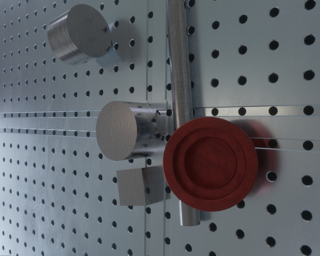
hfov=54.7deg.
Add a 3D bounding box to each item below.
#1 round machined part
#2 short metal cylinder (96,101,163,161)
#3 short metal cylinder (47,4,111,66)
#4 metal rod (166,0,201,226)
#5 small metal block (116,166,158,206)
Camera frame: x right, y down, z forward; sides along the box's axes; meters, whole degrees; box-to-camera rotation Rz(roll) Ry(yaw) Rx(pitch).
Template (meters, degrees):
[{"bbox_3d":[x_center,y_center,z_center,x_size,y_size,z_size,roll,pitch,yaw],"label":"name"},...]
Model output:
[{"bbox_3d":[0.056,0.038,0.339,0.098,0.042,0.097,-1,86,19],"label":"round machined part"},{"bbox_3d":[-0.043,0.004,0.429,0.080,0.050,0.079,0,90,40],"label":"short metal cylinder"},{"bbox_3d":[-0.122,-0.141,0.474,0.050,0.081,0.080,-9,84,40],"label":"short metal cylinder"},{"bbox_3d":[0.028,-0.032,0.386,0.025,0.025,0.298,-6,86,40],"label":"metal rod"},{"bbox_3d":[-0.033,0.082,0.436,0.050,0.025,0.050,-12,82,39],"label":"small metal block"}]
